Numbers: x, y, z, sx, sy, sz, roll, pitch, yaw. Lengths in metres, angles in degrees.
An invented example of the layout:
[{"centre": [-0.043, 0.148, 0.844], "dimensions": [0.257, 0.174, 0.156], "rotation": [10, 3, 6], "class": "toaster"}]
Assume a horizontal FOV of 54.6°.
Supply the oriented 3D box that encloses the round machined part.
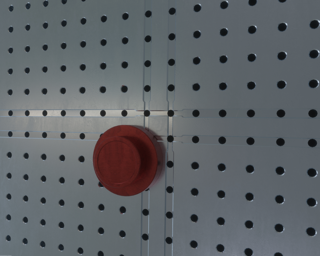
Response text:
[{"centre": [-0.050, 0.044, 0.422], "dimensions": [0.098, 0.042, 0.097], "rotation": [0, 90, 20], "class": "round machined part"}]
